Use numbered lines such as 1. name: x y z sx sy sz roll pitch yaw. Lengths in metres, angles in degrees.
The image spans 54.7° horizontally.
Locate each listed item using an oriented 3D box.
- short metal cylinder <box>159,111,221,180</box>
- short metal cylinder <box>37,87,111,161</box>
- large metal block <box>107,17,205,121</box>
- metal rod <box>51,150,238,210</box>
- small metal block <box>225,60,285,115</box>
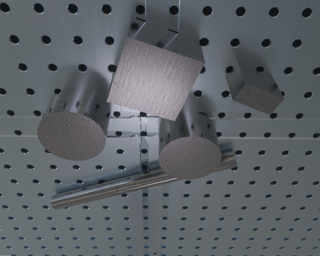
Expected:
1. short metal cylinder: 0.038 0.024 0.417 0.081 0.050 0.079 0 130 0
2. short metal cylinder: -0.106 -0.004 0.391 0.081 0.050 0.079 0 130 0
3. large metal block: -0.007 -0.063 0.342 0.081 0.050 0.079 16 128 -13
4. metal rod: -0.032 0.084 0.482 0.301 0.025 0.025 -16 129 12
5. small metal block: 0.107 -0.047 0.356 0.050 0.050 0.025 19 128 -16
